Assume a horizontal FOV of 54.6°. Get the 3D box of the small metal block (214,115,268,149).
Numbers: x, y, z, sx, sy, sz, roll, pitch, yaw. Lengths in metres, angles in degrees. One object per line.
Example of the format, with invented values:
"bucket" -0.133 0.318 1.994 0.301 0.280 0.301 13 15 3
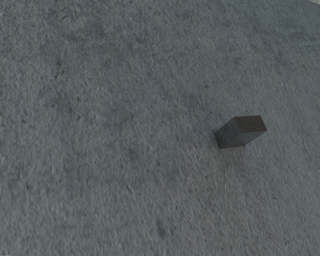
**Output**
"small metal block" 0.115 0.006 0.445 0.050 0.050 0.025 -4 64 -30
